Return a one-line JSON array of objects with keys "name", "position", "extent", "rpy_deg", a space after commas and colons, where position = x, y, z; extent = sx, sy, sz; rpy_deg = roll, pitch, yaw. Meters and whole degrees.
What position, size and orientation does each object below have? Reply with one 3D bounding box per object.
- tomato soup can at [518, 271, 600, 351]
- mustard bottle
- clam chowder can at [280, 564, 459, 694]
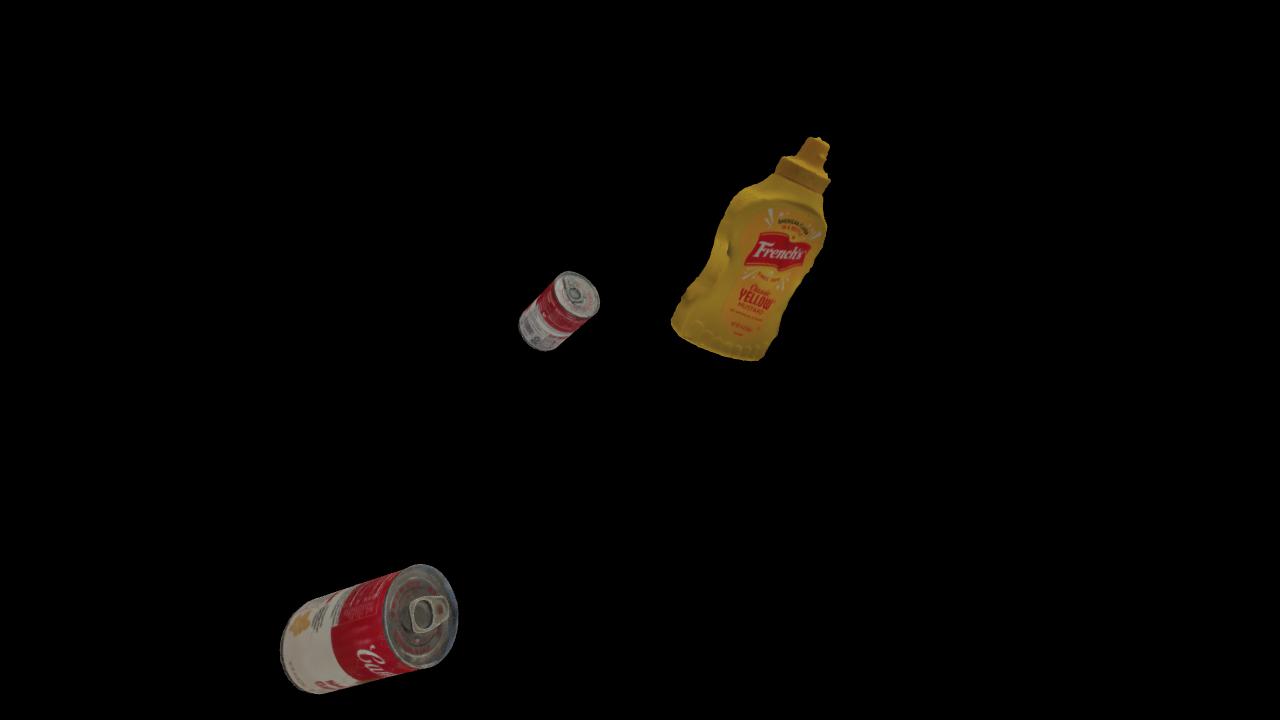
[{"name": "tomato soup can", "position": [-0.107, -0.061, 0.804], "extent": [0.068, 0.068, 0.101], "rpy_deg": [0, -25, -40]}, {"name": "mustard bottle", "position": [0.101, -0.091, 0.500], "extent": [0.092, 0.184, 0.054], "rpy_deg": [18, 22, -20]}, {"name": "clam chowder can", "position": [-0.191, 0.191, 0.435], "extent": [0.102, 0.068, 0.068], "rpy_deg": [-22, -8, 19]}]
